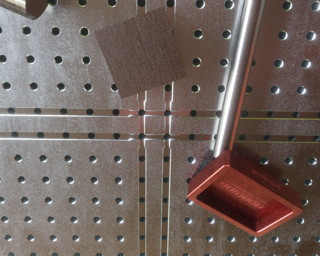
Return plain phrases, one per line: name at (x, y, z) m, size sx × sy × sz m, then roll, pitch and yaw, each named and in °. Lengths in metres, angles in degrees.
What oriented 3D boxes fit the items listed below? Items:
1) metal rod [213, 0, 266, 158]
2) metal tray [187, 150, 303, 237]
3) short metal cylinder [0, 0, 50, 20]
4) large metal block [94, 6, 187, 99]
metal rod at (0.104, -0.100, 0.378) m, size 0.025 × 0.025 × 0.298 m, roll 7°, pitch 110°, yaw -3°
metal tray at (0.116, 0.095, 0.431) m, size 0.130 × 0.030 × 0.089 m, roll 31°, pitch 128°, yaw -11°
short metal cylinder at (-0.146, -0.161, 0.322) m, size 0.050 × 0.080 × 0.079 m, roll 22°, pitch 108°, yaw -8°
large metal block at (-0.020, -0.090, 0.367) m, size 0.080 × 0.050 × 0.080 m, roll -18°, pitch 109°, yaw 6°
